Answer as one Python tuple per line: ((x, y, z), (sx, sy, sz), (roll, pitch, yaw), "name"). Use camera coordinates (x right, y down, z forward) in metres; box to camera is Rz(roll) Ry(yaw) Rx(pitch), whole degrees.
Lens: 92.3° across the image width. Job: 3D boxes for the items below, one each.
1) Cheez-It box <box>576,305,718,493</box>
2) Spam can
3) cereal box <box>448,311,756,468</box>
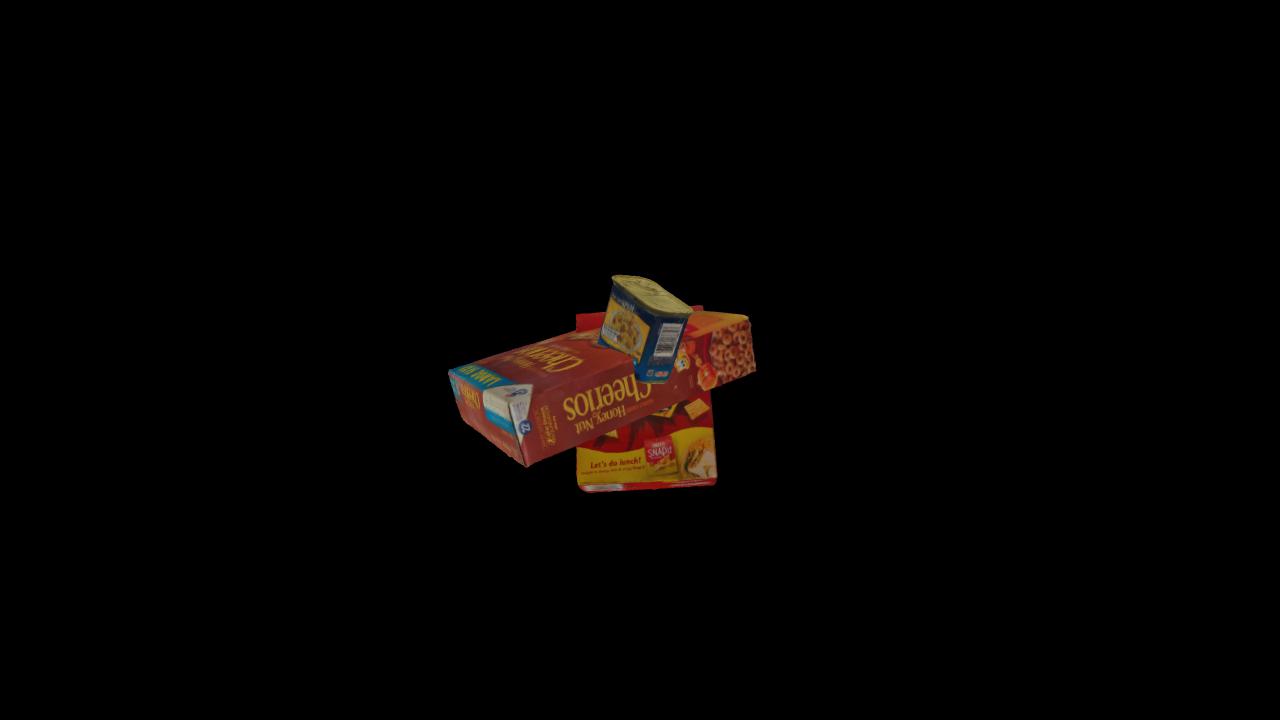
((0.005, 0.047, 0.768), (0.166, 0.223, 0.071), (-4, -20, 2), "Cheez-It box")
((0.001, -0.033, 0.659), (0.058, 0.085, 0.101), (0, 28, -36), "Spam can")
((-0.045, 0.012, 0.723), (0.306, 0.081, 0.203), (-19, 17, -28), "cereal box")
